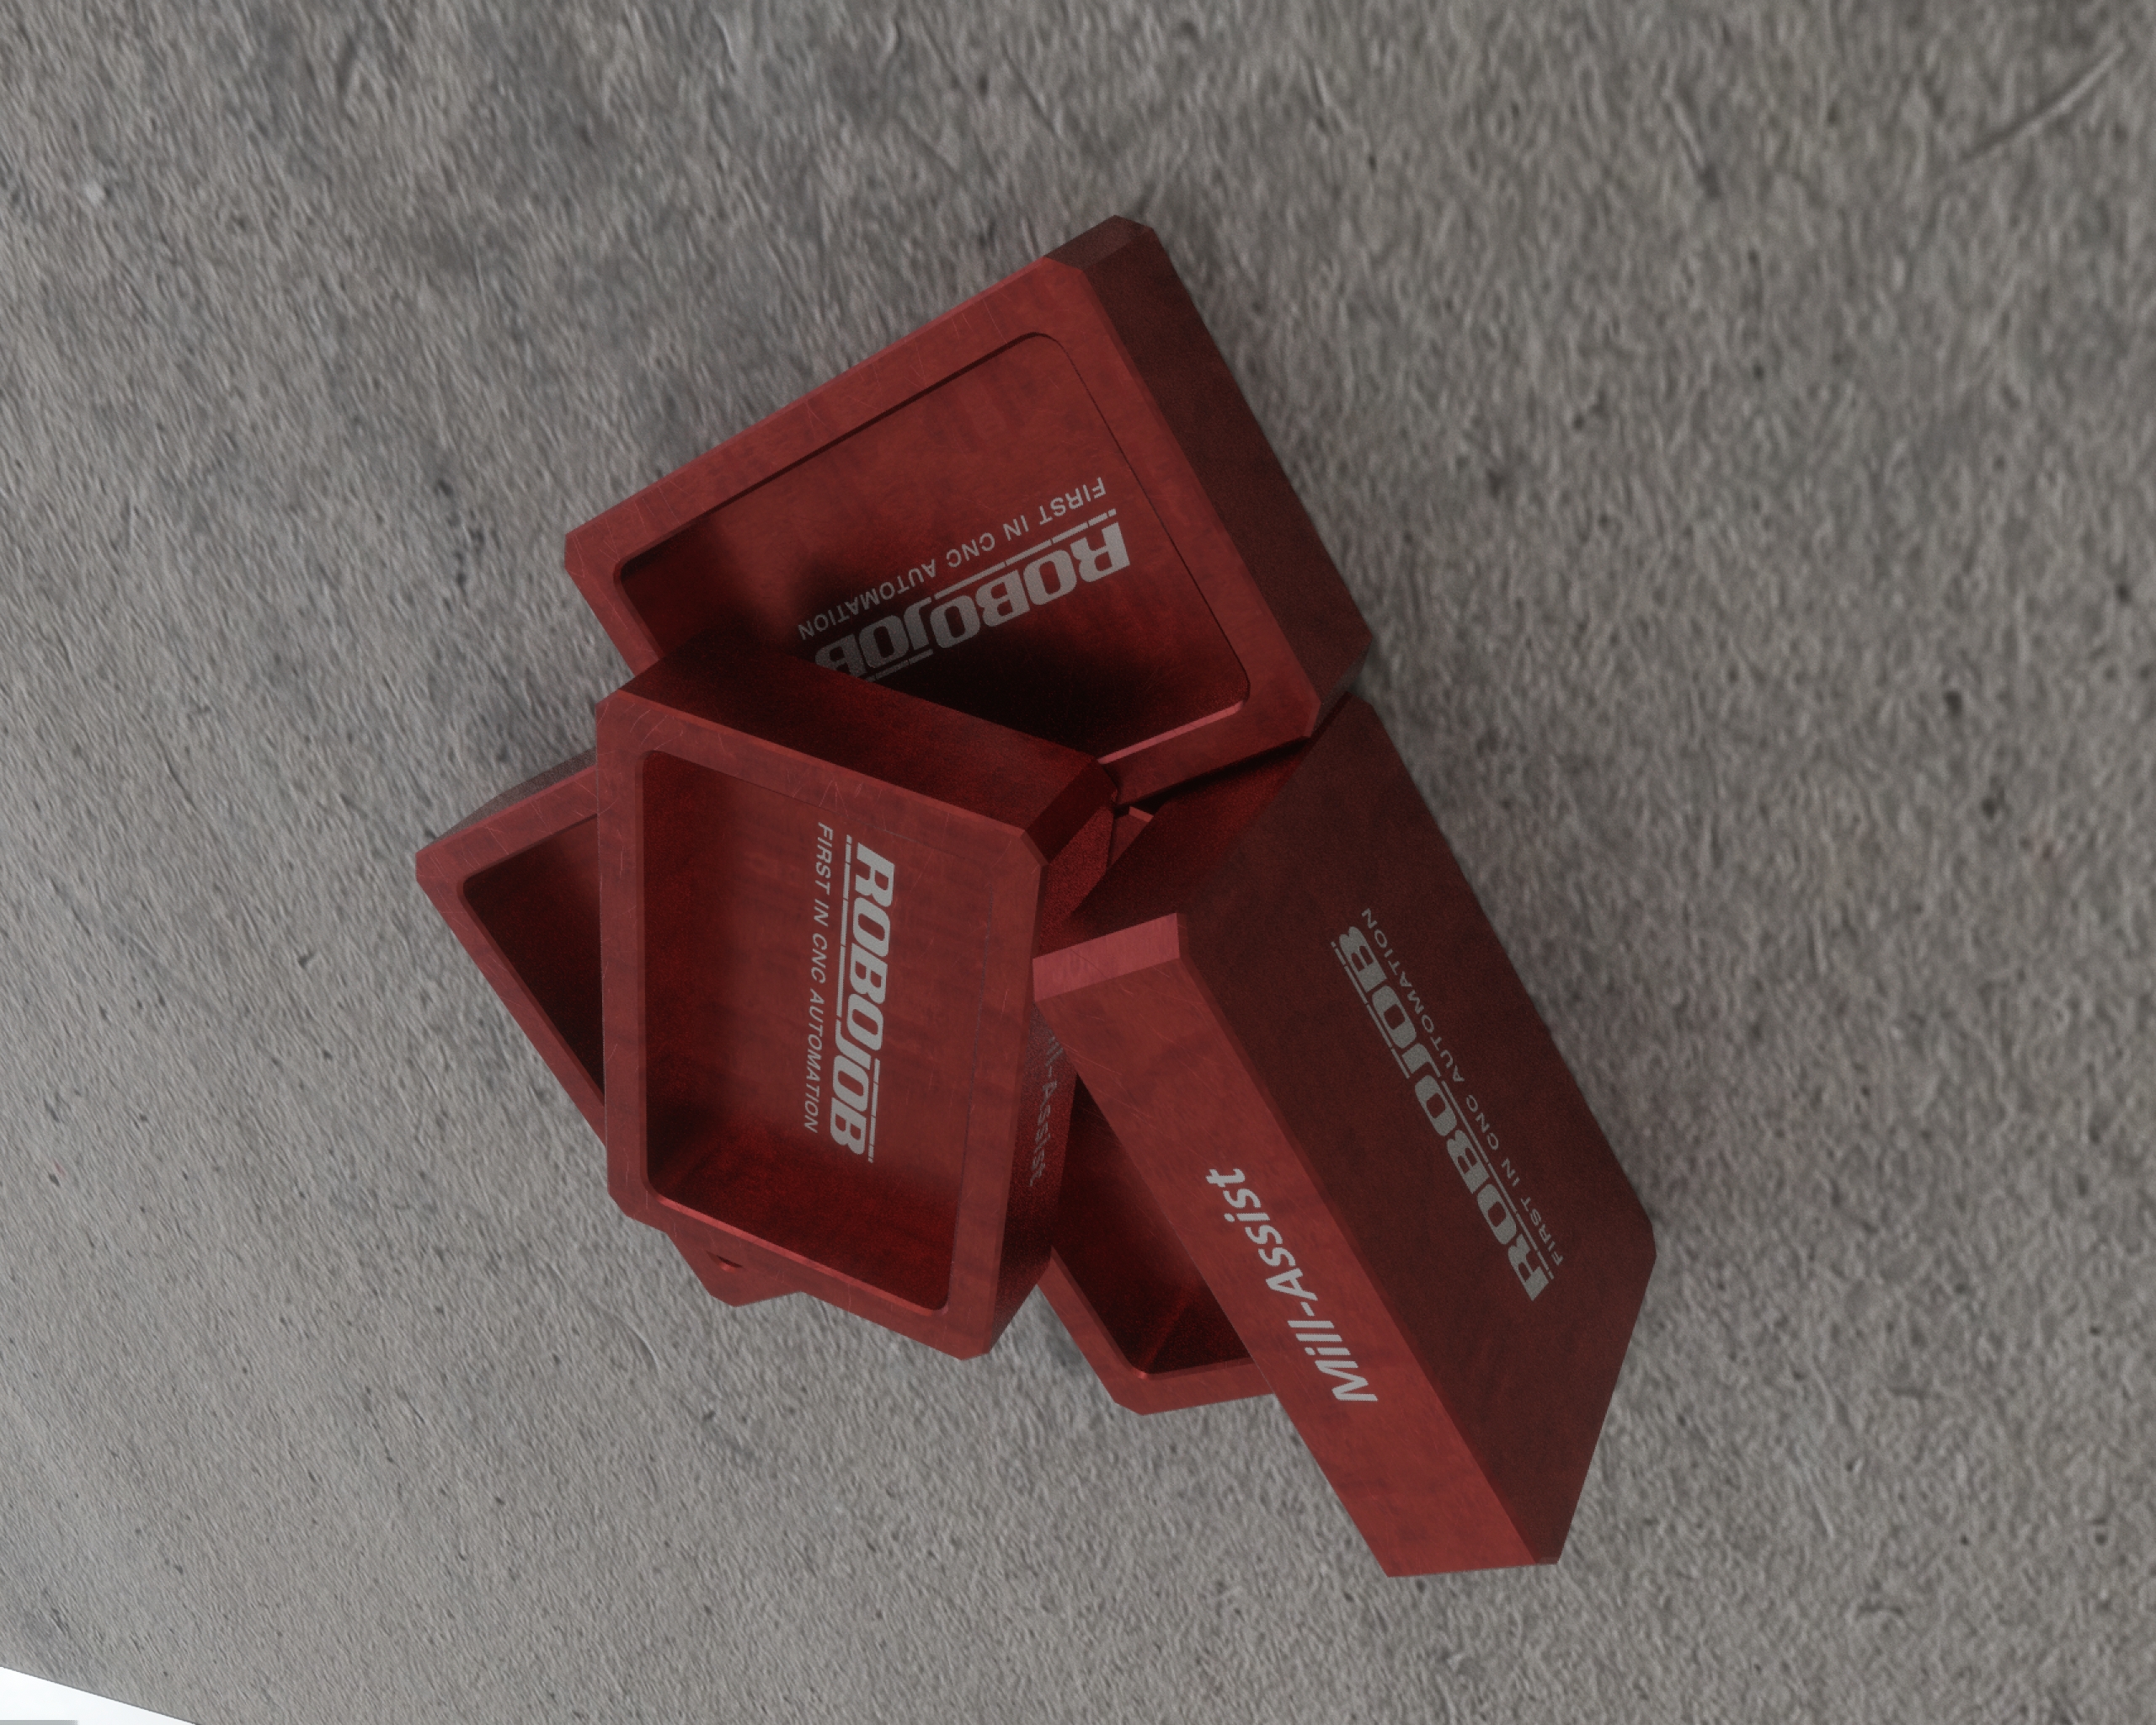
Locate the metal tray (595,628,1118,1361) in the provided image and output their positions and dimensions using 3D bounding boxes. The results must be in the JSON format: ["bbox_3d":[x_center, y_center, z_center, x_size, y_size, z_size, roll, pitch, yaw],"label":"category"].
[{"bbox_3d":[-0.046,0.028,0.405,0.090,0.030,0.129,19,126,16],"label":"metal tray"}]

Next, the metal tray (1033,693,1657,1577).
[{"bbox_3d":[0.052,0.046,0.365,0.030,0.090,0.130,-20,108,35],"label":"metal tray"}]

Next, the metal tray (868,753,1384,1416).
[{"bbox_3d":[0.018,0.048,0.423,0.090,0.030,0.130,-21,108,36],"label":"metal tray"}]

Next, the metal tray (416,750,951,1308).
[{"bbox_3d":[-0.077,0.033,0.464,0.090,0.030,0.130,-21,108,36],"label":"metal tray"}]

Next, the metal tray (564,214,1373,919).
[{"bbox_3d":[-0.023,-0.048,0.385,0.130,0.030,0.090,-20,108,35],"label":"metal tray"}]
